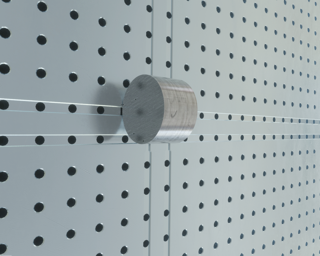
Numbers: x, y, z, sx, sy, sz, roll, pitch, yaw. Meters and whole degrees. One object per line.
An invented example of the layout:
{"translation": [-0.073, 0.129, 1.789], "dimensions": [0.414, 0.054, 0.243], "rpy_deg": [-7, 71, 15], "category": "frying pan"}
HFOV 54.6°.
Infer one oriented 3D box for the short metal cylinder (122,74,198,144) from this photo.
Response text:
{"translation": [-0.002, -0.021, 0.371], "dimensions": [0.050, 0.080, 0.080], "rpy_deg": [1, 89, -40], "category": "short metal cylinder"}
